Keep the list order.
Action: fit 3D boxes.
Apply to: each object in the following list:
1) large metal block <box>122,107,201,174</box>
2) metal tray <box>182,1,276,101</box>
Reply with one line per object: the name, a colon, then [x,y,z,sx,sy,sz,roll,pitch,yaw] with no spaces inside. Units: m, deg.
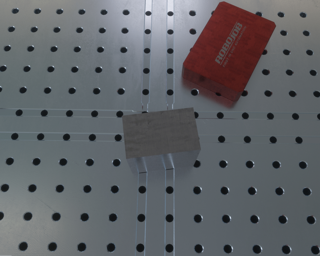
large metal block: [0.001,0.018,0.376,0.081,0.080,0.050,-7,70,-3]
metal tray: [0.100,-0.114,0.451,0.090,0.030,0.130,27,72,9]
